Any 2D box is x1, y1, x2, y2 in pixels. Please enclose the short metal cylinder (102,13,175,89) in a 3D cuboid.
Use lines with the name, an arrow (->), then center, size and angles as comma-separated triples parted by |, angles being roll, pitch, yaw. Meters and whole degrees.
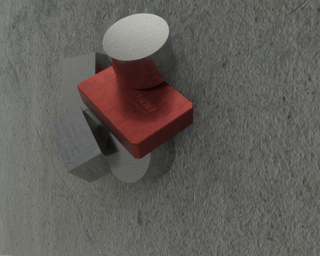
short metal cylinder -> -0.024, -0.095, 0.384 | 0.080, 0.050, 0.080 | -6, 57, 9

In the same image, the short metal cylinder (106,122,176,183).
short metal cylinder -> -0.026, 0.030, 0.412 | 0.080, 0.050, 0.080 | 0, 90, 40

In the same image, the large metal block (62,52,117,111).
large metal block -> -0.105, -0.066, 0.474 | 0.080, 0.050, 0.080 | 1, 91, 40

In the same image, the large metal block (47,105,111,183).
large metal block -> -0.109, 0.026, 0.452 | 0.050, 0.080, 0.080 | -30, 68, -2

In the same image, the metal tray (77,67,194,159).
metal tray -> -0.032, -0.032, 0.392 | 0.130, 0.091, 0.030 | 43, 156, 31
